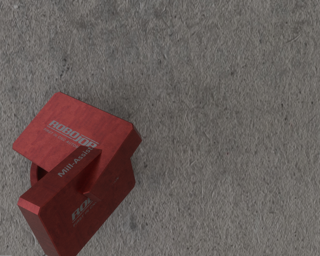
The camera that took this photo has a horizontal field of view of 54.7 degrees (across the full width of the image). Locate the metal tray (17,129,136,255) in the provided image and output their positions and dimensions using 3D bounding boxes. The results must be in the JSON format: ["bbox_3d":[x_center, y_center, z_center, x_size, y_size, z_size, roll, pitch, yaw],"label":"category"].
[{"bbox_3d":[-0.082,0.070,0.345,0.030,0.131,0.089,14,130,28],"label":"metal tray"}]

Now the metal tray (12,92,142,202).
[{"bbox_3d":[-0.098,0.017,0.364,0.130,0.030,0.090,23,69,28],"label":"metal tray"}]

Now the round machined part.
[{"bbox_3d":[-0.108,0.053,0.388,0.098,0.042,0.098,-6,72,19],"label":"round machined part"}]
